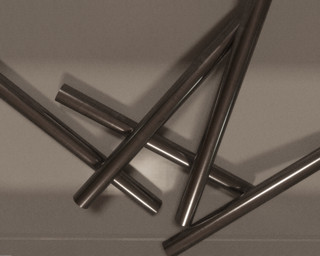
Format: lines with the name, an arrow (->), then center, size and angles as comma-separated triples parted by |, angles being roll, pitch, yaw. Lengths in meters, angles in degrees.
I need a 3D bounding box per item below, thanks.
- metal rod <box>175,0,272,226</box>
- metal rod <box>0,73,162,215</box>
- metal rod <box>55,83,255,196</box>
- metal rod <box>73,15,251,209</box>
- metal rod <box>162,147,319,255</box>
metal rod -> 0.071, -0.007, 0.382 | 0.025, 0.025, 0.298 | 14, 109, -6
metal rod -> -0.115, 0.021, 0.417 | 0.300, 0.025, 0.025 | 41, 105, -14
metal rod -> 0.003, 0.025, 0.420 | 0.301, 0.025, 0.025 | 29, 107, -11
metal rod -> -0.002, -0.015, 0.384 | 0.025, 0.025, 0.299 | 41, 97, -14
metal rod -> 0.138, 0.089, 0.421 | 0.301, 0.025, 0.025 | -31, 108, 0
